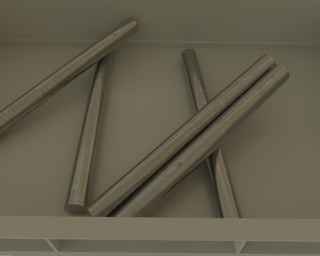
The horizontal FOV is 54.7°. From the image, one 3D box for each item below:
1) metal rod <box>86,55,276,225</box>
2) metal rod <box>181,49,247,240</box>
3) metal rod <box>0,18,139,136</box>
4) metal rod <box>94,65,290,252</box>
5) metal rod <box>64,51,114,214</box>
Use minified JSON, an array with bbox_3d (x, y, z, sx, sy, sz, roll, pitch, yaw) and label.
[{"bbox_3d":[0.039,0.002,0.375,0.301,0.025,0.025,-40,61,-19],"label":"metal rod"},{"bbox_3d":[0.061,-0.005,0.410,0.025,0.025,0.300,-4,50,-4],"label":"metal rod"},{"bbox_3d":[-0.142,-0.069,0.438,0.025,0.025,0.301,34,64,25],"label":"metal rod"},{"bbox_3d":[0.051,0.021,0.357,0.301,0.025,0.025,-41,61,-19],"label":"metal rod"},{"bbox_3d":[-0.089,-0.028,0.427,0.025,0.025,0.300,0,50,0],"label":"metal rod"}]
